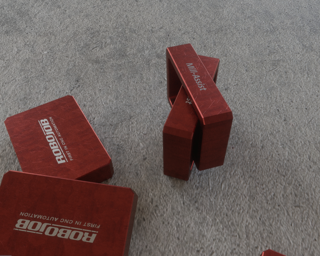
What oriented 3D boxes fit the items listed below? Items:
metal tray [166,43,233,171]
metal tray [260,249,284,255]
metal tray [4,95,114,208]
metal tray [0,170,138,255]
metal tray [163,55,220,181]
[{"bbox_3d":[0.040,-0.027,0.366,0.030,0.090,0.130,-13,50,-9],"label":"metal tray"},{"bbox_3d":[0.138,0.171,0.256,0.130,0.030,0.090,19,52,15],"label":"metal tray"},{"bbox_3d":[-0.125,0.023,0.380,0.091,0.030,0.130,-25,54,-20],"label":"metal tray"},{"bbox_3d":[-0.094,0.095,0.298,0.131,0.030,0.090,7,73,6],"label":"metal tray"},{"bbox_3d":[0.039,-0.014,0.372,0.030,0.090,0.130,14,52,13],"label":"metal tray"}]
